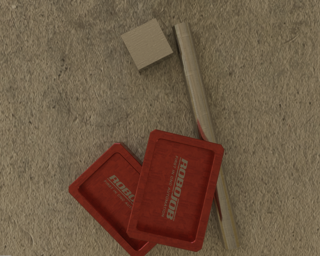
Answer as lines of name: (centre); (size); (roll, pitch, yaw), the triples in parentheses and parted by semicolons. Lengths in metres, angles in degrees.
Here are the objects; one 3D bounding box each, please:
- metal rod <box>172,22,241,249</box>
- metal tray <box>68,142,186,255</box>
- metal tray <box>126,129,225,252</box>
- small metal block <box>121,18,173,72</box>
metal rod: (0.062, 0.010, 0.410); (0.025, 0.025, 0.298); (-13, 90, 0)
metal tray: (-0.041, 0.093, 0.406); (0.090, 0.030, 0.130); (-44, 91, 0)
metal tray: (0.018, 0.074, 0.377); (0.091, 0.030, 0.129); (13, 87, -2)
small metal block: (-0.017, -0.108, 0.410); (0.050, 0.025, 0.050); (-27, 90, -1)
